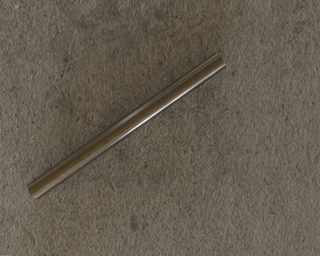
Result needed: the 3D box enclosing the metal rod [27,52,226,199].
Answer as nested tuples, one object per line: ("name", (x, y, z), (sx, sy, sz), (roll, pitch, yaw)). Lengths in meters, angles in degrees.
("metal rod", (-0.043, -0.003, 0.409), (0.301, 0.025, 0.025), (-35, 90, 0))
